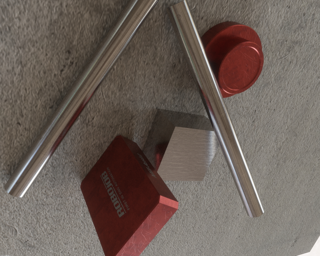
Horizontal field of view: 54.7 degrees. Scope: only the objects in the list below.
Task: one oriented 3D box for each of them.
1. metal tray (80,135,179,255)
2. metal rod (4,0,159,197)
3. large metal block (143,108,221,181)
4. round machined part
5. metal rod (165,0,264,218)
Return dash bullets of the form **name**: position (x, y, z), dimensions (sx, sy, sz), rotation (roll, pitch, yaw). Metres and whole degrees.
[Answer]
- **metal tray**: position (-0.043, 0.078, 0.365), dimensions (0.030, 0.130, 0.090), rotation (31, 101, -38)
- **metal rod**: position (-0.080, -0.046, 0.335), dimensions (0.025, 0.025, 0.299), rotation (29, 102, -38)
- **large metal block**: position (0.029, 0.025, 0.424), dimensions (0.081, 0.050, 0.079), rotation (7, 115, -32)
- **round machined part**: position (0.092, -0.082, 0.397), dimensions (0.099, 0.042, 0.097), rotation (-14, 125, -21)
- **metal rod**: position (0.077, -0.008, 0.388), dimensions (0.025, 0.025, 0.299), rotation (-29, 111, -10)
